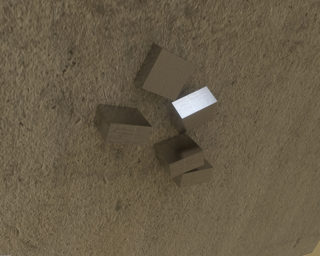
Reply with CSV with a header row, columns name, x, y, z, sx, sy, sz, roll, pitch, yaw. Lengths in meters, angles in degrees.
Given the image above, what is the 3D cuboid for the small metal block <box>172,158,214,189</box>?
name,x,y,z,sx,sy,sz,roll,pitch,yaw
small metal block,0.041,0.057,0.448,0.050,0.050,0.025,-8,122,-25

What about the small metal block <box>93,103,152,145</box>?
name,x,y,z,sx,sy,sz,roll,pitch,yaw
small metal block,-0.045,-0.004,0.363,0.050,0.050,0.025,5,116,-31

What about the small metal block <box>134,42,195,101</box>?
name,x,y,z,sx,sy,sz,roll,pitch,yaw
small metal block,0.005,-0.066,0.369,0.050,0.025,0.050,18,109,-35

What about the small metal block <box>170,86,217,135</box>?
name,x,y,z,sx,sy,sz,roll,pitch,yaw
small metal block,0.042,-0.021,0.402,0.050,0.025,0.050,-26,158,-12

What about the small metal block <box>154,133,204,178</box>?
name,x,y,z,sx,sy,sz,roll,pitch,yaw
small metal block,0.026,0.036,0.427,0.050,0.050,0.025,-20,126,-17
